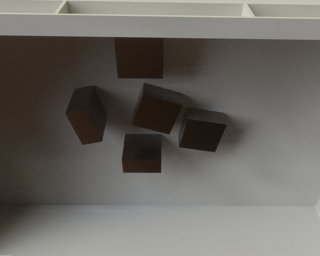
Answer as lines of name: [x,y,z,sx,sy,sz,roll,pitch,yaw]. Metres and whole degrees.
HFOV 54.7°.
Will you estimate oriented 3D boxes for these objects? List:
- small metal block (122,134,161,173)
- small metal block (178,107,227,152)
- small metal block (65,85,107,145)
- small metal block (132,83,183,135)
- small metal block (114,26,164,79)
small metal block: [-0.024,0.034,0.421,0.050,0.050,0.025,0,130,-1]
small metal block: [0.055,0.003,0.412,0.050,0.025,0.050,8,130,-7]
small metal block: [-0.088,-0.016,0.378,0.025,0.050,0.050,-10,130,8]
small metal block: [-0.004,-0.023,0.389,0.050,0.025,0.050,14,129,-12]
small metal block: [-0.022,-0.082,0.339,0.050,0.025,0.050,0,130,0]
